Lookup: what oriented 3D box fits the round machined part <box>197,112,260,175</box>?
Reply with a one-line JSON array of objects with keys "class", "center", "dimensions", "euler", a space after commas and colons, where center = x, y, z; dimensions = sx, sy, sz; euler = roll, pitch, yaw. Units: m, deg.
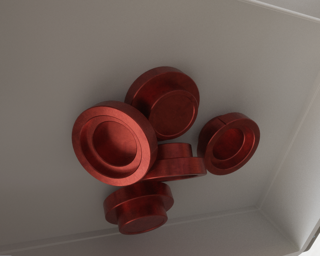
[{"class": "round machined part", "center": [0.097, 0.019, 0.465], "dimensions": [0.099, 0.042, 0.097], "euler": [-14, 125, -21]}]

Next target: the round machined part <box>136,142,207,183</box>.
[{"class": "round machined part", "center": [0.011, 0.047, 0.411], "dimensions": [0.099, 0.098, 0.042], "euler": [1, 74, -30]}]

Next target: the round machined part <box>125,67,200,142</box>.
[{"class": "round machined part", "center": [0.008, -0.024, 0.389], "dimensions": [0.099, 0.042, 0.097], "euler": [-14, 125, -21]}]

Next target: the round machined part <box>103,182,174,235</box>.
[{"class": "round machined part", "center": [-0.027, 0.117, 0.434], "dimensions": [0.099, 0.042, 0.098], "euler": [-12, 146, -8]}]

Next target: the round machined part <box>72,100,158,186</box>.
[{"class": "round machined part", "center": [-0.048, 0.015, 0.359], "dimensions": [0.042, 0.098, 0.097], "euler": [-47, 153, -61]}]
